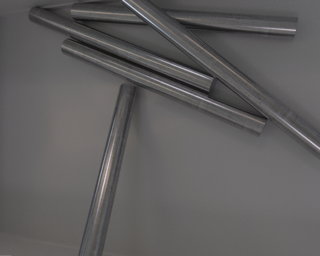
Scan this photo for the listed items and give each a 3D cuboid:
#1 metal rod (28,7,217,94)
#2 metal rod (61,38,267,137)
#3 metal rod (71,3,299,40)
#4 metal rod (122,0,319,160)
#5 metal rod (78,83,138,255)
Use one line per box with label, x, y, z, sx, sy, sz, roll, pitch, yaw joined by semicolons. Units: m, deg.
metal rod;-0.063;-0.115;0.432;0.301;0.025;0.025;25;98;18
metal rod;-0.007;-0.060;0.412;0.301;0.025;0.025;25;98;18
metal rod;0.017;-0.142;0.404;0.301;0.025;0.025;11;94;19
metal rod;0.073;-0.070;0.368;0.300;0.025;0.025;40;103;9
metal rod;-0.065;0.078;0.362;0.025;0.025;0.299;-1;62;20
